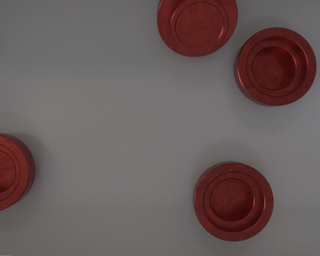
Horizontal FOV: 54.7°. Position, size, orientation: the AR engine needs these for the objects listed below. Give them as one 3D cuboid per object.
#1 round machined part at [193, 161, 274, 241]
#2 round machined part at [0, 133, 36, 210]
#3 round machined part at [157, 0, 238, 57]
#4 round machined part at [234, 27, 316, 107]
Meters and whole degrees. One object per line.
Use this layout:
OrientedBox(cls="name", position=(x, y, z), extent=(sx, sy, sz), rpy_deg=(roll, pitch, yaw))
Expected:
OrientedBox(cls="round machined part", position=(0.092, 0.092, 0.403), extent=(0.099, 0.042, 0.097), rpy_deg=(0, 90, 0))
OrientedBox(cls="round machined part", position=(-0.210, 0.055, 0.401), extent=(0.099, 0.042, 0.097), rpy_deg=(0, 90, 0))
OrientedBox(cls="round machined part", position=(0.046, -0.131, 0.378), extent=(0.099, 0.042, 0.097), rpy_deg=(-1, 129, -1))
OrientedBox(cls="round machined part", position=(0.145, -0.076, 0.404), extent=(0.099, 0.042, 0.097), rpy_deg=(0, 90, 0))
